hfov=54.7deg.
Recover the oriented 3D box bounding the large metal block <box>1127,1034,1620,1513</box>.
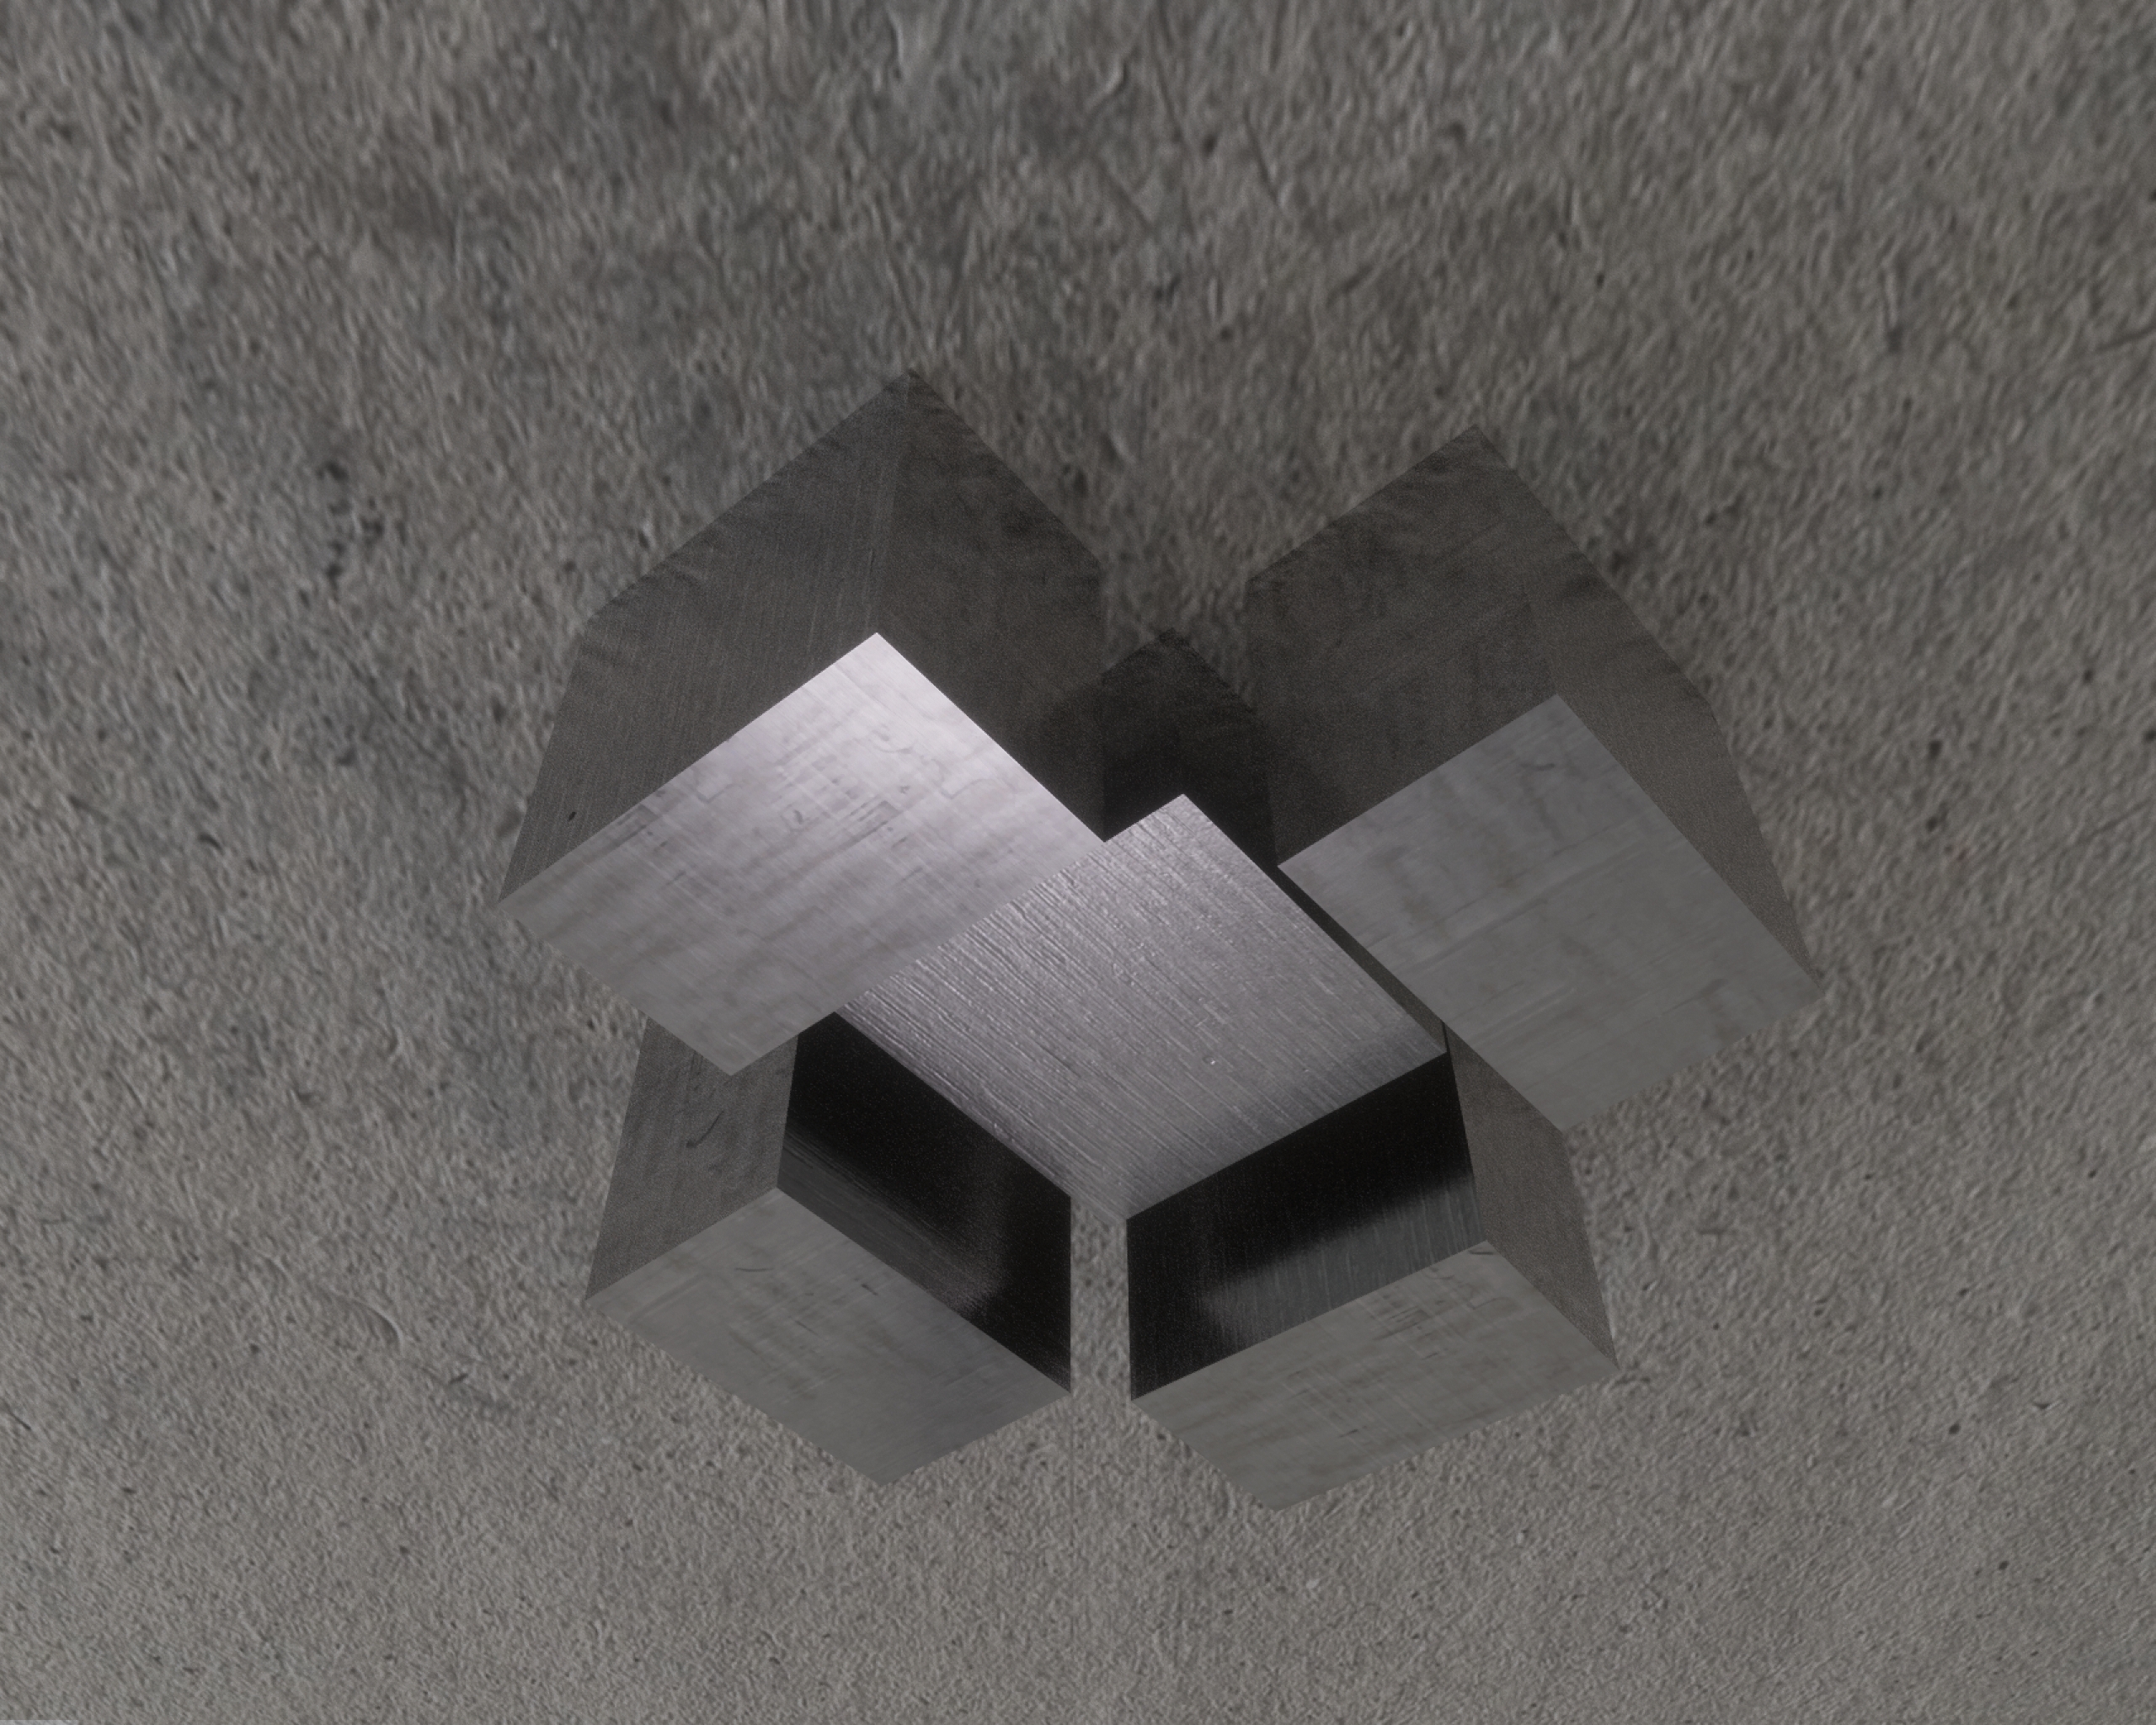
[{"bbox_3d":[0.058,0.076,0.436,0.080,0.080,0.050,-30,124,23],"label":"large metal block"}]

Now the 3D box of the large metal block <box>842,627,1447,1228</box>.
[{"bbox_3d":[0.012,0.015,0.404,0.080,0.050,0.080,-32,123,24],"label":"large metal block"}]

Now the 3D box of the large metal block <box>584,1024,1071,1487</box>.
[{"bbox_3d":[-0.047,0.067,0.427,0.050,0.080,0.080,-33,123,24],"label":"large metal block"}]

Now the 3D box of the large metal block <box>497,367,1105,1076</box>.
[{"bbox_3d":[-0.043,-0.024,0.350,0.080,0.080,0.050,-32,123,24],"label":"large metal block"}]

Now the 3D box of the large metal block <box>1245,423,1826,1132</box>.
[{"bbox_3d":[0.076,-0.015,0.359,0.050,0.080,0.080,-34,123,25],"label":"large metal block"}]
